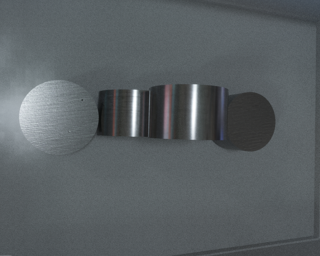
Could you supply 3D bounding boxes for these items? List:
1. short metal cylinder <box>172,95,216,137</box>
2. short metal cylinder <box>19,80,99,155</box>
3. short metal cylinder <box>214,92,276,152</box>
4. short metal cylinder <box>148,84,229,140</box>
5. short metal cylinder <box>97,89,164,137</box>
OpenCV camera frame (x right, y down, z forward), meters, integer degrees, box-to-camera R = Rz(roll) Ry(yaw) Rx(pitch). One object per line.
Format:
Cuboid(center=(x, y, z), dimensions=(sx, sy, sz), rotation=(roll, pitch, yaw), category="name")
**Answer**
Cuboid(center=(0.043, -0.013, 0.395), dimensions=(0.081, 0.080, 0.050), rotation=(2, 89, -20), category="short metal cylinder")
Cuboid(center=(-0.114, -0.011, 0.353), dimensions=(0.081, 0.050, 0.080), rotation=(0, 90, -20), category="short metal cylinder")
Cuboid(center=(0.113, -0.008, 0.437), dimensions=(0.081, 0.050, 0.080), rotation=(0, 90, -20), category="short metal cylinder")
Cuboid(center=(0.028, -0.014, 0.317), dimensions=(0.081, 0.080, 0.050), rotation=(2, 89, -20), category="short metal cylinder")
Cuboid(center=(-0.033, -0.016, 0.367), dimensions=(0.081, 0.080, 0.050), rotation=(2, 89, -20), category="short metal cylinder")
